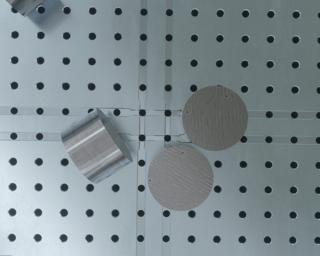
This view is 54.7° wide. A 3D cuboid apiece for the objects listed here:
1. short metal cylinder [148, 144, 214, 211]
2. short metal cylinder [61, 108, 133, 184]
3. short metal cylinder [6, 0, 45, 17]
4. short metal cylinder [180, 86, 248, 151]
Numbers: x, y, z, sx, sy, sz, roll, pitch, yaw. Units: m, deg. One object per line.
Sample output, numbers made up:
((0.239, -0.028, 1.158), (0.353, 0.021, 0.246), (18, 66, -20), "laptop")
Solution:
((0.025, 0.061, 0.401), (0.081, 0.050, 0.079), (0, 90, -1), "short metal cylinder")
((-0.077, 0.022, 0.385), (0.050, 0.080, 0.080), (-33, 90, 0), "short metal cylinder")
((-0.180, -0.187, 0.383), (0.050, 0.080, 0.080), (-42, 91, 0), "short metal cylinder")
((0.067, -0.012, 0.402), (0.081, 0.050, 0.079), (0, 90, -1), "short metal cylinder")
